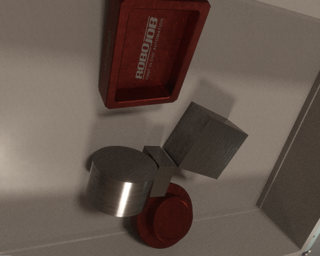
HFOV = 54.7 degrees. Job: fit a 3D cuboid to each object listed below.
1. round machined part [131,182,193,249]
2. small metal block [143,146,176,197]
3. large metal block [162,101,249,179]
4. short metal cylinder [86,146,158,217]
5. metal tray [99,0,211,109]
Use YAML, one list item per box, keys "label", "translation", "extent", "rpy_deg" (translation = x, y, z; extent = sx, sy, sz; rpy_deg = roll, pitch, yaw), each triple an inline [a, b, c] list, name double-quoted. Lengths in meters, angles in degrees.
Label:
- label: "round machined part"
  translation: [0.010, 0.131, 0.460]
  extent: [0.099, 0.042, 0.097]
  rpy_deg: [0, 91, -31]
- label: "small metal block"
  translation: [-0.008, 0.059, 0.426]
  extent: [0.025, 0.050, 0.050]
  rpy_deg: [4, 116, -31]
- label: "large metal block"
  translation: [0.064, 0.019, 0.441]
  extent: [0.080, 0.050, 0.080]
  rpy_deg: [22, 107, -37]
- label: "short metal cylinder"
  translation: [-0.048, 0.064, 0.388]
  extent: [0.081, 0.080, 0.050]
  rpy_deg: [2, 117, -30]
- label: "metal tray"
  translation: [-0.011, -0.080, 0.325]
  extent: [0.091, 0.030, 0.129]
  rpy_deg: [-8, 141, -25]
